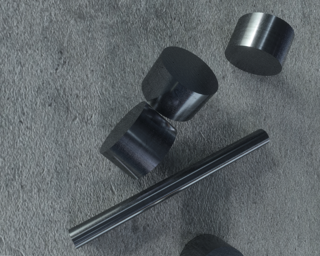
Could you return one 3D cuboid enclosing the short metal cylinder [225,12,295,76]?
[{"bbox_3d":[0.137,-0.114,0.430,0.080,0.080,0.050,26,82,-18],"label":"short metal cylinder"}]

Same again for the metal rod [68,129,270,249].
[{"bbox_3d":[0.026,0.073,0.418,0.302,0.025,0.025,-25,99,-18],"label":"metal rod"}]

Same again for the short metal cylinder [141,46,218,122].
[{"bbox_3d":[0.024,-0.054,0.383,0.080,0.050,0.080,21,43,-21],"label":"short metal cylinder"}]

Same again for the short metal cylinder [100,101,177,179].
[{"bbox_3d":[-0.026,0.014,0.370,0.050,0.080,0.080,42,77,-16],"label":"short metal cylinder"}]

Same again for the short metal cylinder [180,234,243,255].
[{"bbox_3d":[0.072,0.193,0.423,0.081,0.050,0.079,0,90,-20],"label":"short metal cylinder"}]
